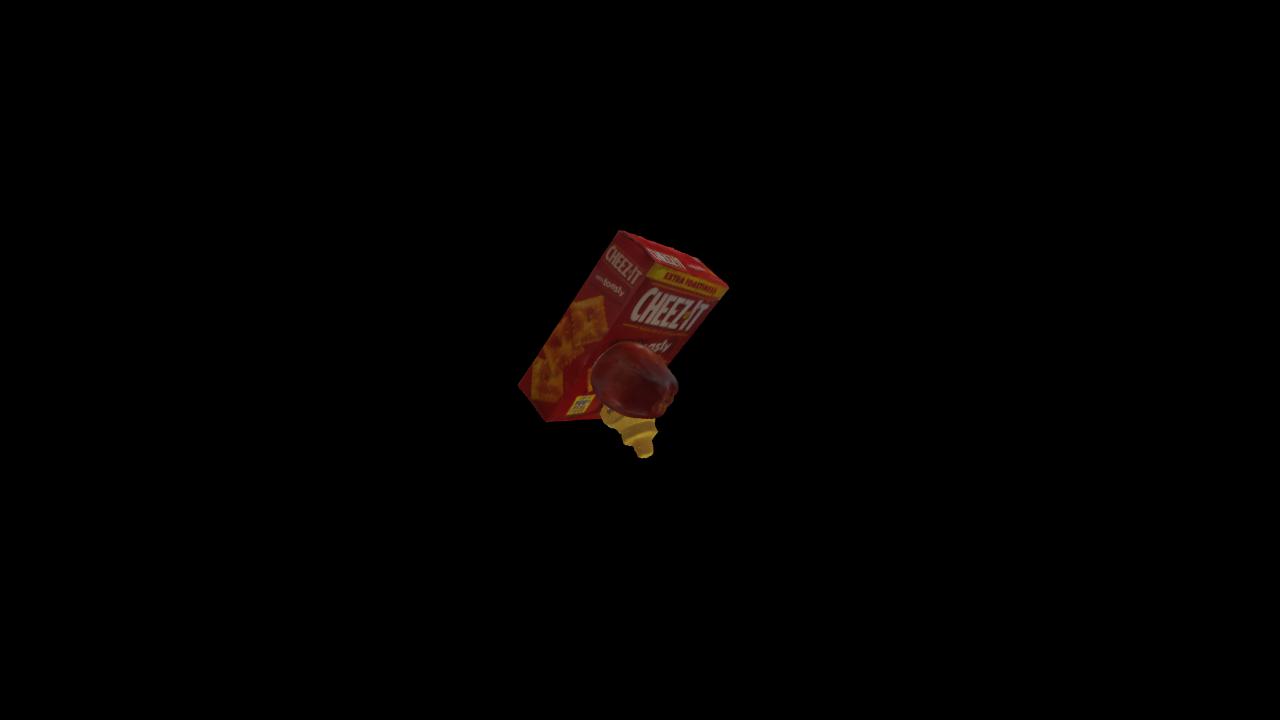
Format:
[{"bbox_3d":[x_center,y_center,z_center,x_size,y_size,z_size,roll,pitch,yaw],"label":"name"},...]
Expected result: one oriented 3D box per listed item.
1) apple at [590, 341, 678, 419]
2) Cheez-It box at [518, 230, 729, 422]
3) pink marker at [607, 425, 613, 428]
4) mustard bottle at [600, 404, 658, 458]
[{"bbox_3d":[-0.008,0.022,0.649,0.093,0.079,0.079,35,15,22],"label":"apple"},{"bbox_3d":[-0.017,-0.029,0.720,0.071,0.223,0.166,47,22,26],"label":"Cheez-It box"},{"bbox_3d":[-0.027,0.037,0.721,0.020,0.020,0.121,0,-42,-8],"label":"pink marker"},{"bbox_3d":[-0.021,0.031,0.738,0.092,0.184,0.054,-34,-26,31],"label":"mustard bottle"}]
